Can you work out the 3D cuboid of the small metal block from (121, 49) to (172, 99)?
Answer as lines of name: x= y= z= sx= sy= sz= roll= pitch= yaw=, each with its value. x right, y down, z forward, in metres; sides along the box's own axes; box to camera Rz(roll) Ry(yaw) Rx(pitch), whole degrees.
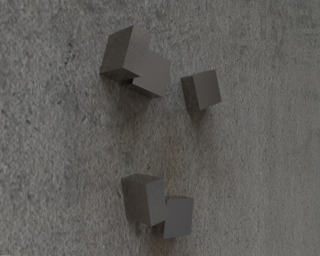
small metal block: x=-0.017 y=-0.070 z=0.392 sx=0.050 sy=0.025 sz=0.050 roll=20 pitch=77 yaw=-39

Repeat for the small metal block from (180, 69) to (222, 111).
small metal block: x=0.061 y=-0.056 z=0.459 sx=0.050 sy=0.025 sz=0.050 roll=-22 pitch=104 yaw=-38

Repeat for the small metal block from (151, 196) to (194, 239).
small metal block: x=0.018 y=0.120 z=0.422 sx=0.050 sy=0.025 sz=0.050 roll=9 pitch=85 yaw=-40

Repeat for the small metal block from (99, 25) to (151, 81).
small metal block: x=-0.041 y=-0.084 z=0.356 sx=0.025 sy=0.050 sz=0.050 roll=21 pitch=77 yaw=-39

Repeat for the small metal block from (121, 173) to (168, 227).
small metal block: x=-0.020 y=0.085 z=0.374 sx=0.025 sy=0.050 sz=0.050 roll=-12 pitch=98 yaw=-40
